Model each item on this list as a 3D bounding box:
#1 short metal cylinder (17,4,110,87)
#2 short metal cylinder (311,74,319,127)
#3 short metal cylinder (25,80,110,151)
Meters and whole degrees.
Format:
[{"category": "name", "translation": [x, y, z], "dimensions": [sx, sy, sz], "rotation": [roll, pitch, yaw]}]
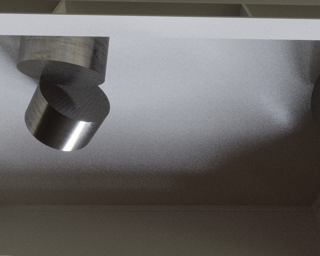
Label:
[{"category": "short metal cylinder", "translation": [-0.092, -0.075, 0.301], "dimensions": [0.081, 0.050, 0.080], "rotation": [4, 171, 1]}, {"category": "short metal cylinder", "translation": [0.217, -0.033, 0.348], "dimensions": [0.050, 0.080, 0.079], "rotation": [7, 130, -7]}, {"category": "short metal cylinder", "translation": [-0.105, -0.020, 0.354], "dimensions": [0.080, 0.080, 0.050], "rotation": [26, 125, -21]}]
